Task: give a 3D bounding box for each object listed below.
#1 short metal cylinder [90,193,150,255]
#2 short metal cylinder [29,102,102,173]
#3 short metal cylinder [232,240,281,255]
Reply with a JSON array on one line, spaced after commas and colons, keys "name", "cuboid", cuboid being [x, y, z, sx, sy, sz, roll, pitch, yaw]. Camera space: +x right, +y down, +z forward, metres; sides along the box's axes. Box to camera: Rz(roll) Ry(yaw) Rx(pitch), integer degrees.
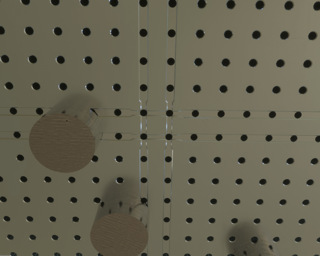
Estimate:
[{"name": "short metal cylinder", "cuboid": [-0.056, 0.143, 0.452, 0.081, 0.050, 0.079, 0, 110, 0]}, {"name": "short metal cylinder", "cuboid": [-0.120, 0.011, 0.403, 0.081, 0.050, 0.079, 0, 110, 0]}, {"name": "short metal cylinder", "cuboid": [0.157, 0.225, 0.484, 0.081, 0.050, 0.079, 0, 110, 0]}]
